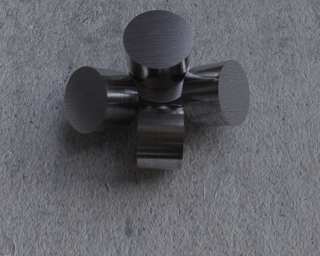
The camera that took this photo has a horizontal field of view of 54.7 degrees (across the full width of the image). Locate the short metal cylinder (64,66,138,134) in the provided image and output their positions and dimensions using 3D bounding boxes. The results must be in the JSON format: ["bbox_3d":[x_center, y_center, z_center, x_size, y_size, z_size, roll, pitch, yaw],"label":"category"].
[{"bbox_3d":[-0.074,-0.034,0.386,0.080,0.050,0.079,2,93,38],"label":"short metal cylinder"}]

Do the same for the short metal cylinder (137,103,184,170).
[{"bbox_3d":[0.001,0.010,0.375,0.050,0.080,0.080,2,70,0],"label":"short metal cylinder"}]

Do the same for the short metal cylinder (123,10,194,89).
[{"bbox_3d":[-0.002,-0.094,0.377,0.081,0.050,0.080,0,70,0],"label":"short metal cylinder"}]

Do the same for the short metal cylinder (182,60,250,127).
[{"bbox_3d":[0.072,-0.042,0.390,0.050,0.080,0.080,-2,64,41],"label":"short metal cylinder"}]

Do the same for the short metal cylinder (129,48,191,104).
[{"bbox_3d":[0.000,-0.060,0.418,0.081,0.050,0.080,0,70,0],"label":"short metal cylinder"}]
